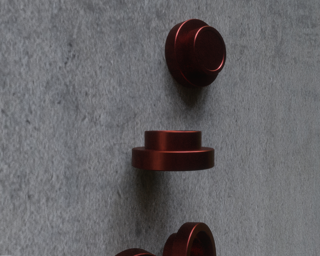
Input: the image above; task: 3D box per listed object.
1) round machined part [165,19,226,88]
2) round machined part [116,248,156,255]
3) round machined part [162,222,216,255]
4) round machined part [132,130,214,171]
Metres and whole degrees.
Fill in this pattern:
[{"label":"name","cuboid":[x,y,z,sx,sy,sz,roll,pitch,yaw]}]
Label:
[{"label":"round machined part","cuboid":[0.058,-0.107,0.444,0.099,0.042,0.097,0,90,-40]},{"label":"round machined part","cuboid":[-0.039,0.191,0.363,0.099,0.042,0.097,0,90,-40]},{"label":"round machined part","cuboid":[0.038,0.177,0.415,0.098,0.042,0.098,23,63,-56]},{"label":"round machined part","cuboid":[0.016,0.024,0.372,0.099,0.098,0.042,0,90,-40]}]
